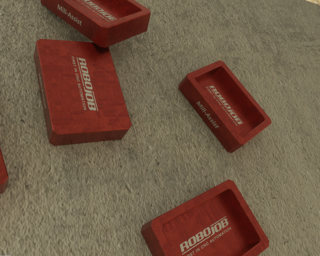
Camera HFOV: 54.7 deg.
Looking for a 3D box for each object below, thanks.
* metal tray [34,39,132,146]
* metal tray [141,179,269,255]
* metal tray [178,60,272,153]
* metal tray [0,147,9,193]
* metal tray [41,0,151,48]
[{"bbox_3d":[-0.096,-0.046,0.377,0.091,0.030,0.130,-5,64,-30],"label":"metal tray"},{"bbox_3d":[0.055,0.124,0.353,0.131,0.030,0.090,-18,71,-35],"label":"metal tray"},{"bbox_3d":[0.101,-0.037,0.476,0.091,0.030,0.130,-29,78,-37],"label":"metal tray"},{"bbox_3d":[-0.204,0.008,0.285,0.091,0.030,0.130,-13,69,-34],"label":"metal tray"},{"bbox_3d":[-0.090,-0.169,0.432,0.130,0.030,0.091,38,49,18],"label":"metal tray"}]
